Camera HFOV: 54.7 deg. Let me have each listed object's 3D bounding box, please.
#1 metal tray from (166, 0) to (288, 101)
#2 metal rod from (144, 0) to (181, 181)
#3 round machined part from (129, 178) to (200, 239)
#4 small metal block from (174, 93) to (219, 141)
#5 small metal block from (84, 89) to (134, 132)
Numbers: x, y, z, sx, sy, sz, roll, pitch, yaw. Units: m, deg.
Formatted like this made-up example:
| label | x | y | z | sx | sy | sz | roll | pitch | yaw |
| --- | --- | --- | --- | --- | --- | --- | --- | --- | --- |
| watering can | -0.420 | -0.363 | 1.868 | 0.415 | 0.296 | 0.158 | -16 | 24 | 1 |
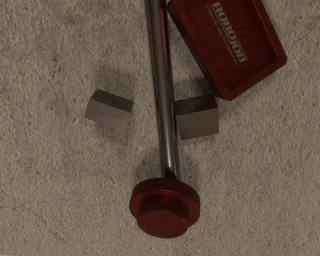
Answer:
| label | x | y | z | sx | sy | sz | roll | pitch | yaw |
| --- | --- | --- | --- | --- | --- | --- | --- | --- | --- |
| metal tray | 0.079 | -0.108 | 0.356 | 0.090 | 0.030 | 0.130 | -34 | 108 | -4 |
| metal rod | 0.004 | -0.051 | 0.390 | 0.025 | 0.025 | 0.298 | -5 | 110 | 1 |
| round machined part | 0.005 | 0.116 | 0.426 | 0.099 | 0.042 | 0.097 | 5 | 132 | 5 |
| small metal block | 0.047 | -0.013 | 0.394 | 0.050 | 0.025 | 0.050 | -11 | 140 | 3 |
| small metal block | -0.062 | -0.023 | 0.387 | 0.050 | 0.050 | 0.025 | 19 | 109 | -8 |
